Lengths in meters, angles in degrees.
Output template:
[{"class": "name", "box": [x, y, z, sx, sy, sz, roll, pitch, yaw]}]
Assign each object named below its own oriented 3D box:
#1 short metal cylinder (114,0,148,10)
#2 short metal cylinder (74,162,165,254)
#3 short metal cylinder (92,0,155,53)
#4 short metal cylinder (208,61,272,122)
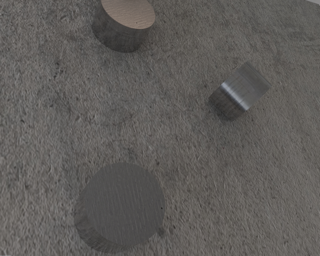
[{"class": "short metal cylinder", "box": [-0.048, -0.234, 0.486, 0.081, 0.080, 0.050, -27, 77, -37]}, {"class": "short metal cylinder", "box": [-0.042, 0.082, 0.315, 0.081, 0.050, 0.080, 14, 56, -21]}, {"class": "short metal cylinder", "box": [-0.054, -0.158, 0.455, 0.081, 0.050, 0.080, 14, 56, -21]}, {"class": "short metal cylinder", "box": [0.119, -0.054, 0.465, 0.050, 0.080, 0.080, 47, 51, 4]}]
